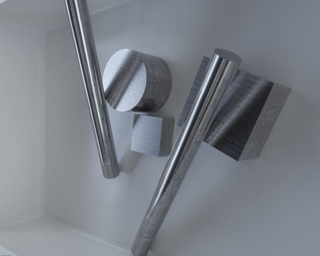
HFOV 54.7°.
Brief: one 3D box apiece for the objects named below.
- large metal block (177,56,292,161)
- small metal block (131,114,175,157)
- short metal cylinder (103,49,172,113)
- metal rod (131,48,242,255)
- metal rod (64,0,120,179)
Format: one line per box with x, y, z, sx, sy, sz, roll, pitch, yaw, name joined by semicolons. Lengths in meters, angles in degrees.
0.076;-0.021;0.327;0.080;0.050;0.079;32;110;35;large metal block
-0.010;0.009;0.413;0.050;0.025;0.050;10;96;39;small metal block
-0.031;-0.061;0.414;0.080;0.050;0.079;0;90;39;short metal cylinder
0.015;0.054;0.345;0.025;0.025;0.298;44;131;30;metal rod
-0.087;-0.061;0.397;0.025;0.025;0.298;18;127;38;metal rod
